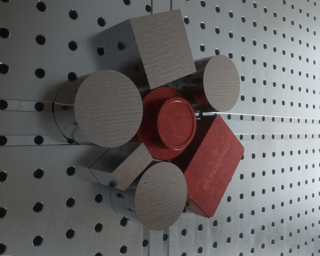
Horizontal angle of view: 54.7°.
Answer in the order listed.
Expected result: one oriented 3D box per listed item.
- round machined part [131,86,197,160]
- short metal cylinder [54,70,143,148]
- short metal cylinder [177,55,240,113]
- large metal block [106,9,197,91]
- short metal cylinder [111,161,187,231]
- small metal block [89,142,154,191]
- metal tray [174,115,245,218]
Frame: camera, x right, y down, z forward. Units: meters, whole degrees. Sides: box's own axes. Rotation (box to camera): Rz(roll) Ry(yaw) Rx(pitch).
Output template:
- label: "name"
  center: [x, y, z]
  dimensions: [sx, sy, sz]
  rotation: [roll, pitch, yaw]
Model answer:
- label: "round machined part"
  center: [0.009, -0.006, 0.405]
  dimensions: [0.099, 0.042, 0.097]
  rotation: [0, 90, -40]
- label: "short metal cylinder"
  center: [-0.066, -0.020, 0.336]
  dimensions: [0.081, 0.050, 0.080]
  rotation: [0, 90, -40]
- label: "short metal cylinder"
  center: [0.072, -0.062, 0.452]
  dimensions: [0.081, 0.050, 0.080]
  rotation: [0, 90, -40]
- label: "large metal block"
  center: [-0.009, -0.095, 0.385]
  dimensions: [0.081, 0.050, 0.080]
  rotation: [-27, 107, -37]
- label: "short metal cylinder"
  center: [-0.013, 0.079, 0.381]
  dimensions: [0.081, 0.050, 0.080]
  rotation: [0, 90, -40]
- label: "small metal block"
  center: [-0.044, 0.041, 0.354]
  dimensions: [0.050, 0.050, 0.025]
  rotation: [-45, 117, -31]
- label: "metal tray"
  center: [0.071, 0.055, 0.464]
  dimensions: [0.090, 0.030, 0.130]
  rotation: [48, 61, -29]
